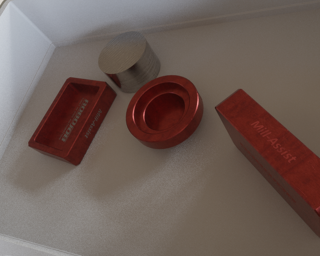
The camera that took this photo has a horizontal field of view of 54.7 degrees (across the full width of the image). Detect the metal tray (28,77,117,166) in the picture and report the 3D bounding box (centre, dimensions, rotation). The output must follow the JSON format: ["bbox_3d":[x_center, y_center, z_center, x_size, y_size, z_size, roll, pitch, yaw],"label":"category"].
[{"bbox_3d":[-0.135,-0.015,0.479,0.090,0.030,0.130,12,68,32],"label":"metal tray"}]

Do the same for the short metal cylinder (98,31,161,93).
[{"bbox_3d":[-0.046,-0.100,0.474,0.080,0.050,0.080,-13,56,20],"label":"short metal cylinder"}]

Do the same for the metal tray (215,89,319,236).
[{"bbox_3d":[0.110,0.031,0.286,0.030,0.090,0.130,-38,51,3],"label":"metal tray"}]

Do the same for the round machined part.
[{"bbox_3d":[0.009,-0.017,0.399,0.098,0.042,0.098,-13,56,20],"label":"round machined part"}]
